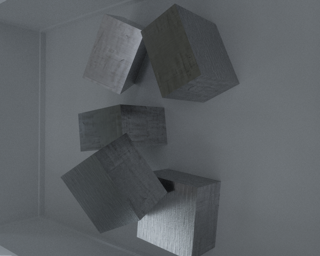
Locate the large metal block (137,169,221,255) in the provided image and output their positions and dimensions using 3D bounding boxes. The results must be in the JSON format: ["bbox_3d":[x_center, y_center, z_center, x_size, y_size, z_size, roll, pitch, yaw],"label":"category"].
[{"bbox_3d":[0.022,0.098,0.371,0.080,0.050,0.079,8,95,39],"label":"large metal block"}]

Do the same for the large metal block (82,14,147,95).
[{"bbox_3d":[-0.050,-0.097,0.401,0.050,0.080,0.079,25,109,0],"label":"large metal block"}]

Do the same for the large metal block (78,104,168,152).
[{"bbox_3d":[-0.048,0.002,0.409,0.080,0.081,0.050,-8,85,39],"label":"large metal block"}]

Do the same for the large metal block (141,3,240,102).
[{"bbox_3d":[0.034,-0.077,0.341,0.050,0.081,0.080,-28,73,36],"label":"large metal block"}]

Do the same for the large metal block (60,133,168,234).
[{"bbox_3d":[-0.053,0.064,0.348,0.080,0.050,0.080,-33,92,43],"label":"large metal block"}]
